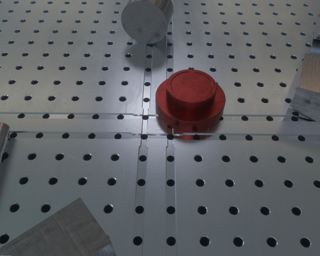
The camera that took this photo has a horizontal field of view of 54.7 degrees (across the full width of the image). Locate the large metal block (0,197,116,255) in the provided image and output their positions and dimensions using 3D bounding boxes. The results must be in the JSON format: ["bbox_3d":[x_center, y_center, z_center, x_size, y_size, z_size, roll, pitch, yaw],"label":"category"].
[{"bbox_3d":[-0.085,0.119,0.271,0.081,0.080,0.050,-31,57,-24],"label":"large metal block"}]

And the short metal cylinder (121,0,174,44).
[{"bbox_3d":[-0.021,-0.194,0.534,0.080,0.080,0.050,10,51,8],"label":"short metal cylinder"}]

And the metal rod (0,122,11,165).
[{"bbox_3d":[-0.198,0.114,0.309,0.025,0.025,0.300,-3,50,-3],"label":"metal rod"}]

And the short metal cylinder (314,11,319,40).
[{"bbox_3d":[0.305,-0.188,0.532,0.050,0.080,0.080,15,52,12],"label":"short metal cylinder"}]

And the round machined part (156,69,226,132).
[{"bbox_3d":[0.043,-0.045,0.435,0.099,0.042,0.098,0,50,0],"label":"round machined part"}]

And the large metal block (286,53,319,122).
[{"bbox_3d":[0.233,-0.054,0.438,0.080,0.050,0.080,18,52,14],"label":"large metal block"}]
